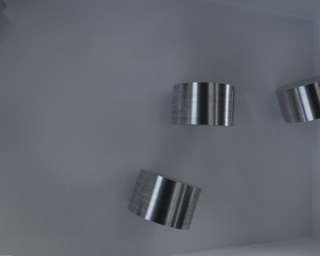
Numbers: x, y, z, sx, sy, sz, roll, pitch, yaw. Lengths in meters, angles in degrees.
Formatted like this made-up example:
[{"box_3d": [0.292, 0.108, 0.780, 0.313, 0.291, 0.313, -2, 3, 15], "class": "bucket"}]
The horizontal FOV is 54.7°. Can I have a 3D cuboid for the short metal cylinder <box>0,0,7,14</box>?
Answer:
[{"box_3d": [-0.204, -0.134, 0.306, 0.080, 0.080, 0.050, 41, 77, -16], "class": "short metal cylinder"}]

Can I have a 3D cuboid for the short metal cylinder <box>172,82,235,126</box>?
[{"box_3d": [0.056, -0.028, 0.403, 0.081, 0.080, 0.050, 2, 90, -20], "class": "short metal cylinder"}]

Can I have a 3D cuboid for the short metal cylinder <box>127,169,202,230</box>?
[{"box_3d": [0.006, 0.087, 0.385, 0.080, 0.080, 0.050, 21, 83, -19], "class": "short metal cylinder"}]

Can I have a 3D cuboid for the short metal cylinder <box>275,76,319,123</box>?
[{"box_3d": [0.221, -0.044, 0.465, 0.081, 0.080, 0.050, -21, 97, -19], "class": "short metal cylinder"}]
